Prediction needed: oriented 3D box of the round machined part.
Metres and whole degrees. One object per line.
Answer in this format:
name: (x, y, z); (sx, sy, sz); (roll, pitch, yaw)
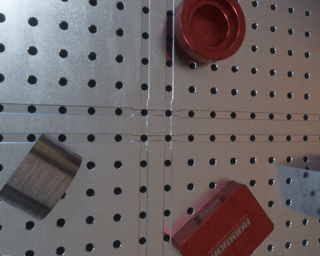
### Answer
round machined part: (0.065, -0.138, 0.427); (0.099, 0.042, 0.097); (0, 90, -20)

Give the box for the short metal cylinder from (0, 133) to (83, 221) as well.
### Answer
short metal cylinder: (-0.129, 0.052, 0.336); (0.050, 0.080, 0.080); (36, 78, -17)

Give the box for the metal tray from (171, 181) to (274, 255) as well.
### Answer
metal tray: (0.092, 0.152, 0.444); (0.130, 0.030, 0.090); (-40, 103, -16)

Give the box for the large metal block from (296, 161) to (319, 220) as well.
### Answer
large metal block: (0.277, 0.096, 0.501); (0.081, 0.050, 0.080); (-13, 95, -20)
